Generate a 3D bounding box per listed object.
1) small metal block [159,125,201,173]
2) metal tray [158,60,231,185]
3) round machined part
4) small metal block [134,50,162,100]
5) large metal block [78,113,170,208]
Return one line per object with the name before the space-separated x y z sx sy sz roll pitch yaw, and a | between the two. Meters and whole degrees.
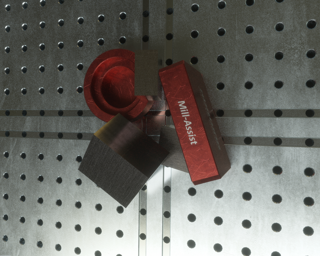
small metal block | 0.026 0.026 0.397 0.050 0.025 0.050 14 99 30
metal tray | 0.044 -0.006 0.362 0.030 0.090 0.129 -19 84 19
round machined part | -0.050 -0.054 0.420 0.098 0.042 0.097 0 90 19
small metal block | -0.012 -0.059 0.359 0.025 0.050 0.050 0 89 6
large metal block | -0.047 0.042 0.391 0.080 0.050 0.080 38 134 4
